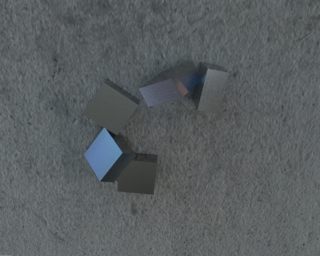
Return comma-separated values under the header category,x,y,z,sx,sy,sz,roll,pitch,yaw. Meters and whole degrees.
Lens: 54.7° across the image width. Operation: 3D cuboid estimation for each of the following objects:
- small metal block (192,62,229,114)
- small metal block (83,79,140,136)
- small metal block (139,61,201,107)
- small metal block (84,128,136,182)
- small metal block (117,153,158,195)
category,x,y,z,sx,sy,sz,roll,pitch,yaw
small metal block,0.060,-0.050,0.379,0.025,0.050,0.050,10,110,-6
small metal block,-0.062,-0.027,0.399,0.050,0.025,0.050,33,106,-12
small metal block,0.012,-0.052,0.367,0.050,0.050,0.025,-10,114,42
small metal block,-0.067,0.035,0.406,0.050,0.050,0.025,-51,145,16
small metal block,-0.031,0.063,0.433,0.050,0.025,0.050,6,110,-3
